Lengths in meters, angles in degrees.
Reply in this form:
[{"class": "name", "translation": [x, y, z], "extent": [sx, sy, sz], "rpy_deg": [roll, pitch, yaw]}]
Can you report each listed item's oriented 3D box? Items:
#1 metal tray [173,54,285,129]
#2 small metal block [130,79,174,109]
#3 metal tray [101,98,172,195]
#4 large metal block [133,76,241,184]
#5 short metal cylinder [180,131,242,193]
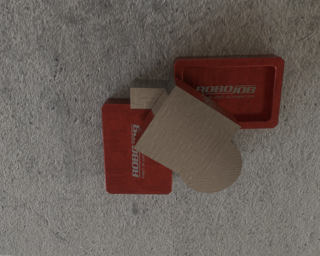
[{"class": "metal tray", "translation": [0.083, -0.045, 0.392], "extent": [0.131, 0.030, 0.089], "rpy_deg": [-2, 110, 0]}, {"class": "small metal block", "translation": [-0.009, -0.043, 0.382], "extent": [0.050, 0.050, 0.025], "rpy_deg": [1, 110, -1]}, {"class": "metal tray", "translation": [-0.028, 0.026, 0.419], "extent": [0.091, 0.030, 0.129], "rpy_deg": [1, 110, 0]}, {"class": "large metal block", "translation": [0.028, 0.001, 0.344], "extent": [0.080, 0.050, 0.080], "rpy_deg": [31, 107, -11]}, {"class": "short metal cylinder", "translation": [0.063, 0.039, 0.412], "extent": [0.080, 0.050, 0.079], "rpy_deg": [0, 110, 0]}]
